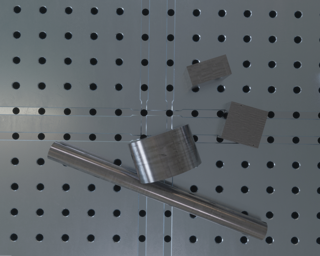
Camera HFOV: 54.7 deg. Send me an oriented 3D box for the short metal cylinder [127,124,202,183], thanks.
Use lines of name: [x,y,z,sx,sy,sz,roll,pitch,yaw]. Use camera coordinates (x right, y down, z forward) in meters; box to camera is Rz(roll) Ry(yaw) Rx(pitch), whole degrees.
short metal cylinder: [0.006,0.031,0.386,0.080,0.080,0.050,-18,90,0]

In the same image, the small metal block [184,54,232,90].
small metal block: [0.060,-0.071,0.401,0.050,0.050,0.025,-17,90,0]

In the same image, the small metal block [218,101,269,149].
small metal block: [0.110,-0.004,0.414,0.050,0.025,0.050,16,90,0]

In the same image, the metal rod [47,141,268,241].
metal rod: [-0.003,0.084,0.413,0.301,0.025,0.025,21,90,0]
